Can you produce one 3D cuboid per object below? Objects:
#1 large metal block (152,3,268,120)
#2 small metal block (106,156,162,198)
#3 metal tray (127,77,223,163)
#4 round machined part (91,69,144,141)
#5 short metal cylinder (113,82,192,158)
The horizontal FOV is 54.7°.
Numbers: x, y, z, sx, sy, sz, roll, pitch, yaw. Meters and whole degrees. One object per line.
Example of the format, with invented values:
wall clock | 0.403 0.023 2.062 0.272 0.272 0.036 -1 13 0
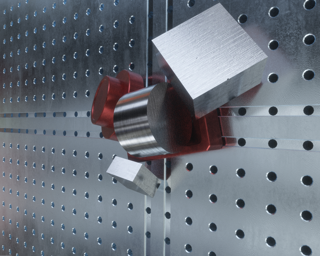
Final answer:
large metal block | 0.049 -0.068 0.322 0.080 0.050 0.080 -30 67 -3
small metal block | -0.034 0.065 0.414 0.050 0.050 0.025 10 63 40
metal tray | 0.009 -0.007 0.395 0.130 0.030 0.090 -14 81 39
round machined part | -0.063 -0.033 0.420 0.098 0.042 0.098 -40 42 50
short metal cylinder | -0.006 -0.008 0.358 0.050 0.081 0.080 -11 83 39
